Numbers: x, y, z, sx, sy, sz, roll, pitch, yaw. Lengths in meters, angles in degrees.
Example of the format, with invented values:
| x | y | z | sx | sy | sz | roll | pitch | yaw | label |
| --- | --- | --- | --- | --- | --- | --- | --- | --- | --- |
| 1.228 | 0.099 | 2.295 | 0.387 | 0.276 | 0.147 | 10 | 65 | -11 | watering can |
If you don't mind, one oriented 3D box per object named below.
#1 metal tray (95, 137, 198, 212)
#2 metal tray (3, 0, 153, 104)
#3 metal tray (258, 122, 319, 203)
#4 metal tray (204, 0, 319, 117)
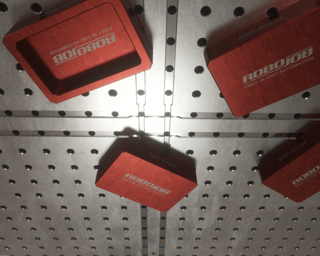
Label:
| x | y | z | sx | sy | sz | roll | pitch | yaw | label |
| --- | --- | --- | --- | --- | --- | --- | --- | --- | --- |
| -0.020 | 0.076 | 0.473 | 0.131 | 0.030 | 0.090 | 27 | 125 | -22 | metal tray |
| -0.084 | -0.086 | 0.333 | 0.130 | 0.030 | 0.090 | -18 | 128 | 14 | metal tray |
| 0.224 | 0.053 | 0.457 | 0.090 | 0.030 | 0.129 | 29 | 124 | -23 | metal tray |
| 0.127 | -0.074 | 0.347 | 0.130 | 0.030 | 0.090 | -24 | 127 | 18 | metal tray |
